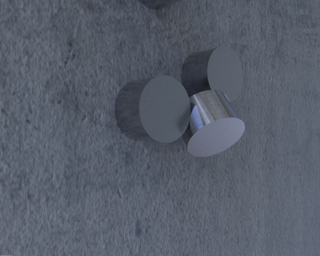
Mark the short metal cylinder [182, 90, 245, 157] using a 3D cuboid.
[{"bbox_3d":[0.066,-0.005,0.418,0.081,0.080,0.050,15,40,-40],"label":"short metal cylinder"}]

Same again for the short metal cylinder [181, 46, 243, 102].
[{"bbox_3d":[0.077,-0.075,0.456,0.081,0.050,0.079,0,90,-40],"label":"short metal cylinder"}]

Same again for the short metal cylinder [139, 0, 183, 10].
[{"bbox_3d":[0.005,-0.198,0.394,0.081,0.050,0.079,0,90,-40],"label":"short metal cylinder"}]

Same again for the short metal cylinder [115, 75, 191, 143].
[{"bbox_3d":[-0.008,-0.022,0.383,0.081,0.050,0.079,0,90,-40],"label":"short metal cylinder"}]
